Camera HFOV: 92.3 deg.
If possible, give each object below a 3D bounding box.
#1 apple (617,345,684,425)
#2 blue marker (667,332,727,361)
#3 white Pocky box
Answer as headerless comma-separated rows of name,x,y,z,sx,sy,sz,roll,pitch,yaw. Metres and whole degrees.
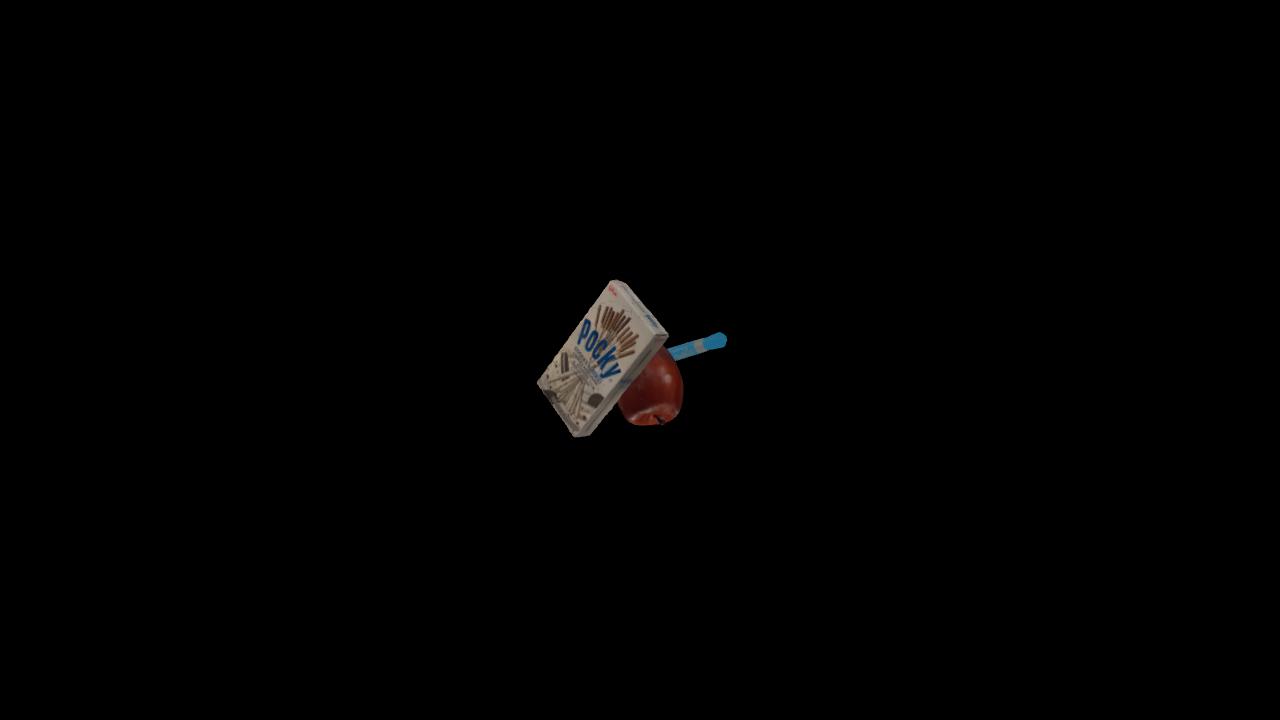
apple,0.010,0.027,0.666,0.079,0.093,0.079,-12,-21,-5
blue marker,0.059,-0.012,0.763,0.020,0.020,0.121,0,-12,-44
white Pocky box,-0.042,0.001,0.646,0.028,0.084,0.154,0,-45,-53
